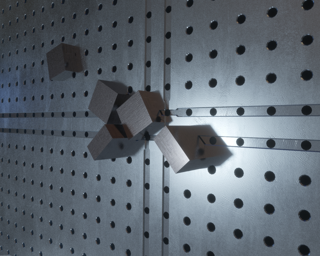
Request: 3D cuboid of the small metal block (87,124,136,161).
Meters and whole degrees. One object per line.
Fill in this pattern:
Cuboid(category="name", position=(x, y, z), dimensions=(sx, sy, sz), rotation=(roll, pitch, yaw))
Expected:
Cuboid(category="small metal block", position=(-0.068, 0.020, 0.447), dimensions=(0.050, 0.050, 0.025), rotation=(-47, 62, 29))

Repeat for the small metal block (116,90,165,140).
Cuboid(category="small metal block", position=(-0.028, -0.017, 0.430), dimensions=(0.050, 0.025, 0.050), rotation=(-37, 68, 33))

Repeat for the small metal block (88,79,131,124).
Cuboid(category="small metal block", position=(-0.078, -0.040, 0.471), dimensions=(0.050, 0.025, 0.050), rotation=(36, 112, 33))

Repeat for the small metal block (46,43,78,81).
Cuboid(category="small metal block", position=(-0.175, -0.116, 0.550), dimensions=(0.050, 0.025, 0.050), rotation=(-17, 80, 38))

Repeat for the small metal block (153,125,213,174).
Cuboid(category="small metal block", position=(0.028, 0.024, 0.368), dimensions=(0.025, 0.050, 0.050), rotation=(-48, 62, 29))
